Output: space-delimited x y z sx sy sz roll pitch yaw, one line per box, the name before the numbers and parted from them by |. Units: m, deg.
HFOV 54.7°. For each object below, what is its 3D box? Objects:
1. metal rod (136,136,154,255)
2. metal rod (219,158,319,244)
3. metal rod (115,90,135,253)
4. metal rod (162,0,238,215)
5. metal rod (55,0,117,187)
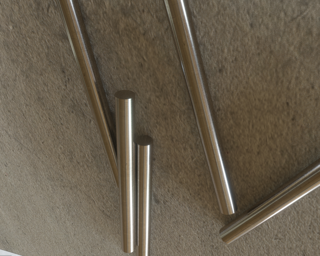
metal rod | -0.027 0.143 0.507 0.025 0.025 0.298 15 125 19
metal rod | 0.167 0.064 0.358 0.025 0.025 0.298 38 129 2
metal rod | -0.049 0.083 0.458 0.025 0.025 0.298 16 126 19
metal rod | 0.051 -0.020 0.366 0.025 0.025 0.298 -4 117 30
metal rod | -0.087 -0.044 0.423 0.025 0.025 0.298 2 119 27
